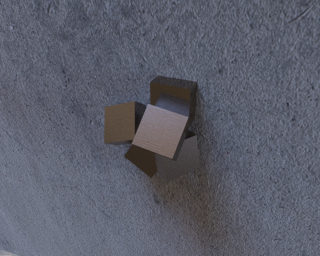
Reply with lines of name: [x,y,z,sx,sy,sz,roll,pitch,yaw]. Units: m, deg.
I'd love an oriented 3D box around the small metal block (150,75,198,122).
small metal block: [0.016,-0.033,0.378,0.050,0.025,0.050,13,124,20]

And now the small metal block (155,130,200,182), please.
small metal block: [0.022,0.034,0.398,0.025,0.050,0.050,38,143,55]

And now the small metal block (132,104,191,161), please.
small metal block: [0.003,0.006,0.359,0.050,0.025,0.050,20,82,16]

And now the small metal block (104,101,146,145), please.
small metal block: [-0.046,-0.005,0.412,0.050,0.025,0.050,-8,77,31]

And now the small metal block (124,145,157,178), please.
small metal block: [-0.015,0.035,0.436,0.050,0.025,0.050,39,129,2]

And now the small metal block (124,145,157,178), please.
small metal block: [-0.015,0.035,0.436,0.050,0.025,0.050,39,129,1]
